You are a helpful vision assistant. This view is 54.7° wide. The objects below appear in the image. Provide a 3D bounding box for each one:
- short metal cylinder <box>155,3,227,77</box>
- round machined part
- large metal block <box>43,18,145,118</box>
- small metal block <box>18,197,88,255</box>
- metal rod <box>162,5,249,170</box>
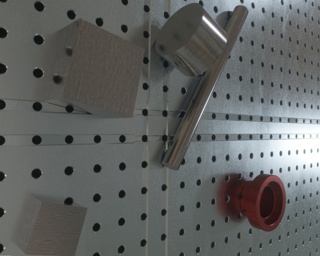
[{"bbox_3d":[0.040,-0.115,0.409,0.050,0.080,0.080,33,70,-36],"label":"short metal cylinder"},{"bbox_3d":[0.181,0.131,0.554,0.099,0.042,0.097,0,90,-40],"label":"round machined part"},{"bbox_3d":[-0.069,-0.058,0.336,0.081,0.050,0.080,16,80,-39],"label":"large metal block"},{"bbox_3d":[-0.109,0.102,0.319,0.050,0.025,0.050,22,76,-38],"label":"small metal block"},{"bbox_3d":[0.076,-0.073,0.475,0.025,0.025,0.300,40,65,-33],"label":"metal rod"}]
